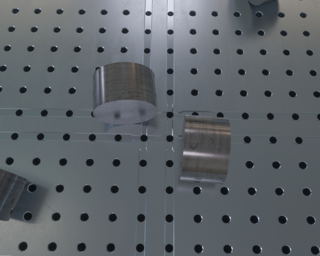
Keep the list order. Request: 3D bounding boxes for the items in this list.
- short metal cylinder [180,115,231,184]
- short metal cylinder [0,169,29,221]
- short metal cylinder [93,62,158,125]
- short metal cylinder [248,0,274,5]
[{"bbox_3d":[0.052,0.025,0.373,0.050,0.080,0.080,5,70,2],"label":"short metal cylinder"},{"bbox_3d":[-0.202,0.069,0.356,0.080,0.080,0.050,17,71,6],"label":"short metal cylinder"},{"bbox_3d":[-0.045,-0.042,0.397,0.081,0.080,0.050,-5,70,-2],"label":"short metal cylinder"},{"bbox_3d":[0.163,-0.234,0.469,0.050,0.080,0.080,-21,72,-7],"label":"short metal cylinder"}]
